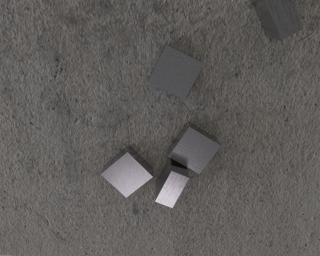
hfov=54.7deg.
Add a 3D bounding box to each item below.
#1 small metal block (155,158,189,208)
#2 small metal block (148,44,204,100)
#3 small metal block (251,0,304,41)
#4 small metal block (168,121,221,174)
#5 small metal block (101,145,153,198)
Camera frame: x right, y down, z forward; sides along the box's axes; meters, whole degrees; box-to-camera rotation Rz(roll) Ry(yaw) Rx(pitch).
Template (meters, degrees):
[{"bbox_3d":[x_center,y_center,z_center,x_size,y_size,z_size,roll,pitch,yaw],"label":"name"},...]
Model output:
[{"bbox_3d":[0.015,0.071,0.423,0.025,0.050,0.050,23,108,-8],"label":"small metal block"},{"bbox_3d":[0.019,-0.070,0.384,0.050,0.025,0.050,25,108,-9],"label":"small metal block"},{"bbox_3d":[0.131,-0.130,0.350,0.025,0.050,0.050,-28,108,10],"label":"small metal block"},{"bbox_3d":[0.046,0.026,0.420,0.050,0.025,0.050,31,107,-11],"label":"small metal block"},{"bbox_3d":[-0.045,0.060,0.431,0.050,0.025,0.050,-40,106,13],"label":"small metal block"}]
